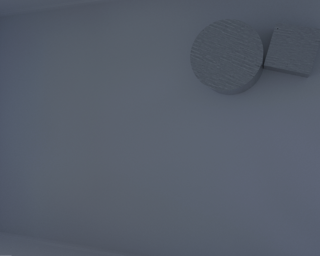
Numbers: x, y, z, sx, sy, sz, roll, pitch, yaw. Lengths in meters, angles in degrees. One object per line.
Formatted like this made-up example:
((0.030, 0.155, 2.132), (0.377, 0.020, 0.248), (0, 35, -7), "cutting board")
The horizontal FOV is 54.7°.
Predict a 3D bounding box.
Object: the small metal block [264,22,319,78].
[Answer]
((0.152, -0.089, 0.357), (0.050, 0.025, 0.050), (16, 95, 19), "small metal block")

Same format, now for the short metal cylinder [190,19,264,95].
((0.081, -0.082, 0.368), (0.080, 0.050, 0.079), (0, 90, 19), "short metal cylinder")
